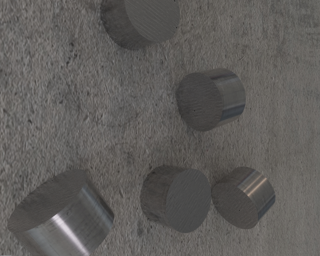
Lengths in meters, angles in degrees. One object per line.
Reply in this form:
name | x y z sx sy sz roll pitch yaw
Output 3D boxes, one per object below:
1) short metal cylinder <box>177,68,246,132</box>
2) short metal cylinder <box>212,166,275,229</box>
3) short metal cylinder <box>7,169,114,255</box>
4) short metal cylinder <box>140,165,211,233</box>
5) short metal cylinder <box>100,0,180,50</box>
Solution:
short metal cylinder | 0.069 -0.040 0.427 0.050 0.080 0.079 -18 102 -39
short metal cylinder | 0.127 0.106 0.476 0.050 0.080 0.080 -30 109 -36
short metal cylinder | -0.091 0.084 0.293 0.080 0.080 0.050 -43 116 -31
short metal cylinder | 0.022 0.091 0.407 0.081 0.050 0.080 0 90 -40
short metal cylinder | -0.023 -0.138 0.369 0.081 0.050 0.080 0 90 -40
